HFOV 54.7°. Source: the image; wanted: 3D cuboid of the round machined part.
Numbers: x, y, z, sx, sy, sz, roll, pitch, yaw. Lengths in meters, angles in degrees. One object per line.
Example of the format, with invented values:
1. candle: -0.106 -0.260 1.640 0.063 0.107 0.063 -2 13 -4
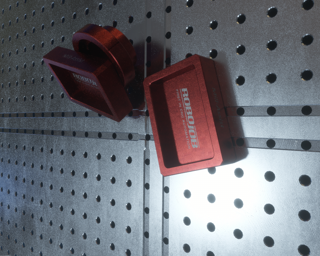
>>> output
1. round machined part: -0.071 -0.102 0.432 0.098 0.042 0.098 34 154 19

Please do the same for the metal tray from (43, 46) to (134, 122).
1. metal tray: -0.106 -0.066 0.455 0.130 0.030 0.090 22 149 37

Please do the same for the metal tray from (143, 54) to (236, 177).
1. metal tray: 0.032 -0.012 0.377 0.090 0.030 0.129 -18 79 38
